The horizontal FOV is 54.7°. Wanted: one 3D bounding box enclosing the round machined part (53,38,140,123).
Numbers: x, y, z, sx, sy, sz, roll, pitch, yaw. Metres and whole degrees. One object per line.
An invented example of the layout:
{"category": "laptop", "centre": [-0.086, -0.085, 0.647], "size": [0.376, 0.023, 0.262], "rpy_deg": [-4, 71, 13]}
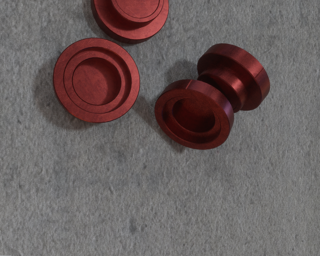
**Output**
{"category": "round machined part", "centre": [-0.077, -0.054, 0.372], "size": [0.099, 0.042, 0.097], "rpy_deg": [0, 90, -21]}

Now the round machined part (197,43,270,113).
{"category": "round machined part", "centre": [0.087, -0.057, 0.402], "size": [0.098, 0.098, 0.042], "rpy_deg": [47, 71, -14]}

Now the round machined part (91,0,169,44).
{"category": "round machined part", "centre": [-0.034, -0.159, 0.388], "size": [0.099, 0.042, 0.097], "rpy_deg": [0, 90, -21]}

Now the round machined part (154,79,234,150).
{"category": "round machined part", "centre": [0.046, -0.022, 0.395], "size": [0.098, 0.098, 0.042], "rpy_deg": [45, 48, -15]}
